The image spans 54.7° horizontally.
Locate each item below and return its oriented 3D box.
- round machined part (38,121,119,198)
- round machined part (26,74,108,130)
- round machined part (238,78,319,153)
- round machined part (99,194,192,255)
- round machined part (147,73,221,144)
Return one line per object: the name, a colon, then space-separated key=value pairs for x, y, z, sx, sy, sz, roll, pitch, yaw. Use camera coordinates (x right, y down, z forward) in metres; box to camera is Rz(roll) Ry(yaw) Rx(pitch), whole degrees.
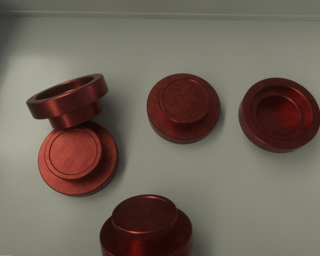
round machined part: x=-0.103 y=0.035 z=0.387 sx=0.099 sy=0.042 sz=0.098 roll=0 pitch=70 yaw=-1
round machined part: x=-0.112 y=-0.032 z=0.392 sx=0.099 sy=0.098 sz=0.042 roll=-21 pitch=111 yaw=-8
round machined part: x=0.152 y=-0.013 z=0.407 sx=0.099 sy=0.042 sz=0.098 roll=0 pitch=70 yaw=-1
round machined part: x=-0.015 y=0.106 z=0.330 sx=0.099 sy=0.098 sz=0.042 roll=-4 pitch=110 yaw=-2
round machined part: x=0.032 y=-0.031 z=0.412 sx=0.099 sy=0.042 sz=0.098 roll=0 pitch=70 yaw=-1
